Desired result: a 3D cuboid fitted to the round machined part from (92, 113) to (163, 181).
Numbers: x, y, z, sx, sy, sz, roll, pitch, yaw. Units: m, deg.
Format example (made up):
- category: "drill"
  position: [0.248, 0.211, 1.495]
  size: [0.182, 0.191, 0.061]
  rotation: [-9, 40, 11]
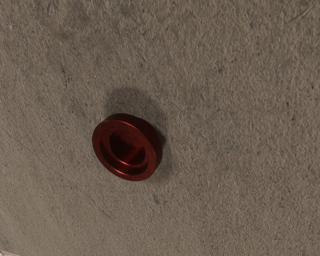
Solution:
- category: "round machined part"
  position: [-0.041, 0.022, 0.430]
  size: [0.098, 0.042, 0.097]
  rotation: [13, 124, 20]
